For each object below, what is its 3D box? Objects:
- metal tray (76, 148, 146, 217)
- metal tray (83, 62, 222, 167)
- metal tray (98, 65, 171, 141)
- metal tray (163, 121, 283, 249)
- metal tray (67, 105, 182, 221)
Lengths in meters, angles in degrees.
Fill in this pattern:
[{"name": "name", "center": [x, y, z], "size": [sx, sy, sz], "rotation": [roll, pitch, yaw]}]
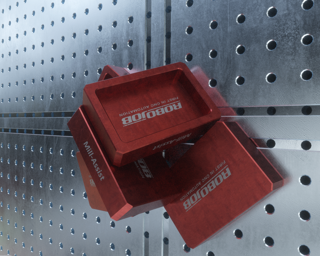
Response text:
[{"name": "metal tray", "center": [-0.068, 0.069, 0.429], "size": [0.130, 0.030, 0.089], "rotation": [-12, 93, 54]}, {"name": "metal tray", "center": [-0.008, -0.021, 0.346], "size": [0.090, 0.131, 0.030], "rotation": [59, 151, 23]}, {"name": "metal tray", "center": [-0.049, -0.020, 0.444], "size": [0.130, 0.030, 0.089], "rotation": [43, 116, 31]}, {"name": "metal tray", "center": [0.059, 0.065, 0.355], "size": [0.129, 0.030, 0.090], "rotation": [-48, 62, 29]}, {"name": "metal tray", "center": [-0.040, 0.033, 0.358], "size": [0.030, 0.091, 0.130], "rotation": [-46, 63, 30]}]
